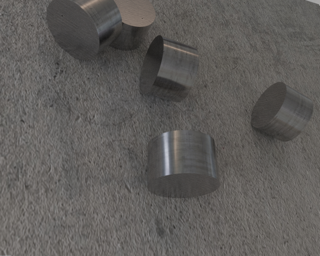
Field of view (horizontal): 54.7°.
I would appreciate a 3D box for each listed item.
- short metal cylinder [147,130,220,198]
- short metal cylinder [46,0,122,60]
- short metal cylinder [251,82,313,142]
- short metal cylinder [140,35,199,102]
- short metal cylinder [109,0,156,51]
[{"bbox_3d":[0.026,0.044,0.355,0.081,0.080,0.050,12,57,-22],"label":"short metal cylinder"},{"bbox_3d":[-0.096,-0.136,0.399,0.080,0.080,0.050,39,51,-2],"label":"short metal cylinder"},{"bbox_3d":[0.189,-0.025,0.485,0.050,0.080,0.080,27,52,-11],"label":"short metal cylinder"},{"bbox_3d":[0.011,-0.079,0.423,0.050,0.080,0.080,13,56,-21],"label":"short metal cylinder"},{"bbox_3d":[-0.053,-0.162,0.458,0.081,0.050,0.080,14,56,-21],"label":"short metal cylinder"}]
